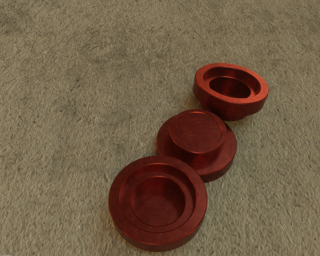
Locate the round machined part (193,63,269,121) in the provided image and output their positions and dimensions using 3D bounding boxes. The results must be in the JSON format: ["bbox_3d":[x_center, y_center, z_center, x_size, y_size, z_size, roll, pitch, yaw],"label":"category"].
[{"bbox_3d":[0.093,-0.046,0.424,0.099,0.042,0.098,5,41,-4],"label":"round machined part"}]

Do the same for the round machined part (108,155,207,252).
[{"bbox_3d":[-0.002,0.080,0.324,0.099,0.042,0.098,0,50,0],"label":"round machined part"}]

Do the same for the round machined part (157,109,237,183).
[{"bbox_3d":[0.045,0.015,0.380,0.099,0.042,0.098,0,50,0],"label":"round machined part"}]
